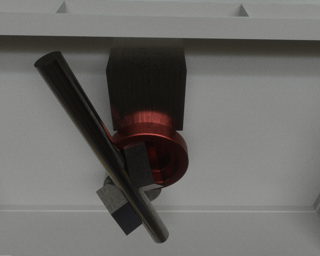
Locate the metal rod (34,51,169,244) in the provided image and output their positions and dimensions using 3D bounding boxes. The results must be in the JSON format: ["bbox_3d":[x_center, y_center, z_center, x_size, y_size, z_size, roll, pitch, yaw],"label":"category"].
[{"bbox_3d":[-0.047,0.048,0.356,0.025,0.025,0.299,-15,129,12],"label":"metal rod"}]

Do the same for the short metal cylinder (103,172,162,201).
[{"bbox_3d":[-0.038,0.067,0.448,0.081,0.050,0.079,0,130,0],"label":"short metal cylinder"}]

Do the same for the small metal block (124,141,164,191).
[{"bbox_3d":[-0.018,0.046,0.367,0.025,0.050,0.050,-17,163,9],"label":"small metal block"}]

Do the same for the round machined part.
[{"bbox_3d":[-0.015,0.030,0.383,0.099,0.042,0.097,-1,130,0],"label":"round machined part"}]

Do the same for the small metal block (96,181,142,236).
[{"bbox_3d":[-0.055,0.106,0.412,0.025,0.050,0.050,-35,129,-15],"label":"small metal block"}]

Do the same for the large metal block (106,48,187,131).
[{"bbox_3d":[-0.014,-0.043,0.352,0.081,0.050,0.079,0,130,-1],"label":"large metal block"}]
